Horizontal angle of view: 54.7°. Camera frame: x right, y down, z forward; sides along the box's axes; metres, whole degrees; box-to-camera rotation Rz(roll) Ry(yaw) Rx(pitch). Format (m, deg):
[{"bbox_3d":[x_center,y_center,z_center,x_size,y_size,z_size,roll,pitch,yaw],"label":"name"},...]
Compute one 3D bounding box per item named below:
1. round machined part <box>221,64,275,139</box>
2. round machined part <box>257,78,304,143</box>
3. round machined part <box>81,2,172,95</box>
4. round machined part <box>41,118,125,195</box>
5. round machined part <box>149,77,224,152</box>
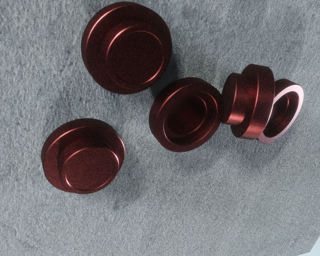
[{"bbox_3d":[0.108,-0.036,0.406,0.042,0.098,0.097,9,117,-4],"label":"round machined part"},{"bbox_3d":[0.164,-0.029,0.463,0.099,0.042,0.097,-23,132,-27],"label":"round machined part"},{"bbox_3d":[-0.030,-0.080,0.331,0.099,0.042,0.097,-14,125,-21],"label":"round machined part"},{"bbox_3d":[-0.089,0.041,0.374,0.099,0.042,0.097,-14,125,-21],"label":"round machined part"},{"bbox_3d":[0.030,-0.020,0.401,0.099,0.042,0.097,-14,125,-21],"label":"round machined part"}]
